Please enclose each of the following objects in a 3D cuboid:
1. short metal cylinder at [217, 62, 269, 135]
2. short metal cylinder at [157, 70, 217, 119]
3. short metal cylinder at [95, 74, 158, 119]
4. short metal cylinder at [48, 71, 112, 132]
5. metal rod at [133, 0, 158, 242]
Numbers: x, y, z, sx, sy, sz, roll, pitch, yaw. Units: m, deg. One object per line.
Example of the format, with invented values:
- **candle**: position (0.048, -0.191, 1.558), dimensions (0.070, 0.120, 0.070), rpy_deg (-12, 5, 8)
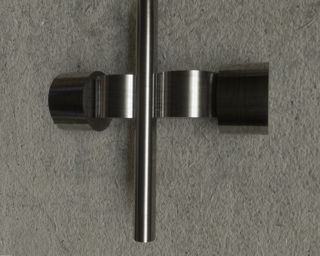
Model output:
- **short metal cylinder**: position (0.096, -0.032, 0.347), dimensions (0.050, 0.080, 0.080), rpy_deg (1, 90, 20)
- **short metal cylinder**: position (0.033, -0.037, 0.369), dimensions (0.080, 0.080, 0.050), rpy_deg (1, 91, 20)
- **short metal cylinder**: position (-0.042, -0.037, 0.396), dimensions (0.080, 0.080, 0.050), rpy_deg (1, 91, 20)
- **short metal cylinder**: position (-0.103, -0.036, 0.417), dimensions (0.050, 0.080, 0.080), rpy_deg (1, 90, 20)
- **metal rod**: position (-0.016, -0.024, 0.350), dimensions (0.025, 0.025, 0.298), rpy_deg (1, 90, 20)
